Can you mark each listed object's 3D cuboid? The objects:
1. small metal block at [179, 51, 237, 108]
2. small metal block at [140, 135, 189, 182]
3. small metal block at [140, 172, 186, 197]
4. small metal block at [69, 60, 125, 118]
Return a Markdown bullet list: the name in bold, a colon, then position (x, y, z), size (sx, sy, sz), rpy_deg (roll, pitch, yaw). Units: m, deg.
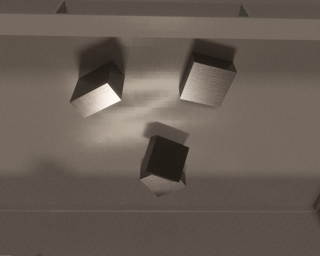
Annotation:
- **small metal block**: position (0.054, -0.056, 0.362), size (0.050, 0.025, 0.050), rpy_deg (11, 129, -10)
- **small metal block**: position (0.007, 0.043, 0.427), size (0.050, 0.050, 0.025), rpy_deg (22, 167, -18)
- **small metal block**: position (0.005, 0.074, 0.473), size (0.050, 0.025, 0.050), rpy_deg (-26, 126, 20)
- **small metal block**: position (-0.070, -0.045, 0.354), size (0.050, 0.050, 0.025), rpy_deg (-24, 126, 18)
